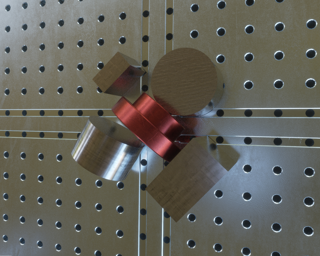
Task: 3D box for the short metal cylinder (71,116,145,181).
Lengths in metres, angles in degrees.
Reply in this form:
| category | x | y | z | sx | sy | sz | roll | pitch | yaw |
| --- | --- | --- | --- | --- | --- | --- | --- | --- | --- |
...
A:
| category | x | y | z | sx | sy | sz | roll | pitch | yaw |
| --- | --- | --- | --- | --- | --- | --- | --- | --- | --- |
| short metal cylinder | -0.067 | 0.025 | 0.405 | 0.080 | 0.080 | 0.050 | 33 | 101 | 16 |

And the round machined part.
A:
| category | x | y | z | sx | sy | sz | roll | pitch | yaw |
| --- | --- | --- | --- | --- | --- | --- | --- | --- | --- |
| round machined part | -0.008 | -0.006 | 0.376 | 0.098 | 0.098 | 0.042 | 43 | 91 | 14 |

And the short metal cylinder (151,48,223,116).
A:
| category | x | y | z | sx | sy | sz | roll | pitch | yaw |
| --- | --- | --- | --- | --- | --- | --- | --- | --- | --- |
| short metal cylinder | 0.035 | -0.054 | 0.386 | 0.080 | 0.050 | 0.079 | 0 | 90 | 19 |

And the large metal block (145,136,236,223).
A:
| category | x | y | z | sx | sy | sz | roll | pitch | yaw |
| --- | --- | --- | --- | --- | --- | --- | --- | --- | --- |
| large metal block | 0.040 | 0.056 | 0.369 | 0.050 | 0.080 | 0.080 | 45 | 104 | 14 |

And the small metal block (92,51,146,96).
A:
| category | x | y | z | sx | sy | sz | roll | pitch | yaw |
| --- | --- | --- | --- | --- | --- | --- | --- | --- | --- |
| small metal block | -0.054 | -0.071 | 0.417 | 0.050 | 0.050 | 0.025 | -44 | 77 | 14 |
